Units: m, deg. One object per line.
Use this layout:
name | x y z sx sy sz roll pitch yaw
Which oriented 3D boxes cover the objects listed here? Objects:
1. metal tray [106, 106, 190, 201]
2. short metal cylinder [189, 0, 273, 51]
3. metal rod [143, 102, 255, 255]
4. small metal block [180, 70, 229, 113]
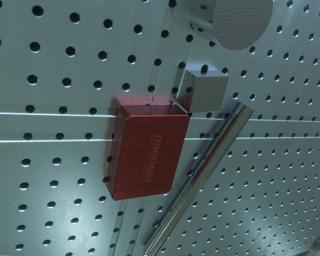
metal tray | -0.018 0.034 0.421 0.091 0.030 0.129 -2 120 -28
short metal cylinder | 0.081 -0.136 0.357 0.081 0.050 0.079 -14 125 -21
metal rod | 0.057 0.091 0.500 0.025 0.025 0.298 21 107 -36
small metal block | 0.059 -0.049 0.415 0.050 0.025 0.050 -5 121 -26
